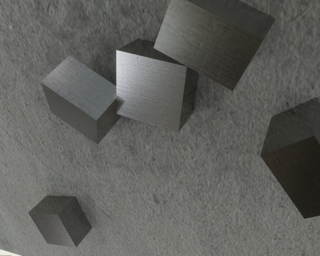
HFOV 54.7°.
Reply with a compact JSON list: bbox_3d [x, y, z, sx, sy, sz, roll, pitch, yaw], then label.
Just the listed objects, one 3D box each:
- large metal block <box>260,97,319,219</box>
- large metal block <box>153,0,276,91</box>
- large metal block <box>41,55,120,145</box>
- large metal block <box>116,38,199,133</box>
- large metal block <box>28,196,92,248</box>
[{"bbox_3d":[0.150,0.028,0.309,0.050,0.080,0.080,-29,103,37],"label":"large metal block"},{"bbox_3d":[0.053,-0.089,0.288,0.080,0.080,0.050,31,128,8],"label":"large metal block"},{"bbox_3d":[-0.098,-0.033,0.400,0.080,0.050,0.080,34,155,5],"label":"large metal block"},{"bbox_3d":[-0.003,-0.051,0.359,0.080,0.050,0.079,17,125,17],"label":"large metal block"},{"bbox_3d":[-0.192,0.179,0.600,0.080,0.050,0.080,-6,116,30],"label":"large metal block"}]
